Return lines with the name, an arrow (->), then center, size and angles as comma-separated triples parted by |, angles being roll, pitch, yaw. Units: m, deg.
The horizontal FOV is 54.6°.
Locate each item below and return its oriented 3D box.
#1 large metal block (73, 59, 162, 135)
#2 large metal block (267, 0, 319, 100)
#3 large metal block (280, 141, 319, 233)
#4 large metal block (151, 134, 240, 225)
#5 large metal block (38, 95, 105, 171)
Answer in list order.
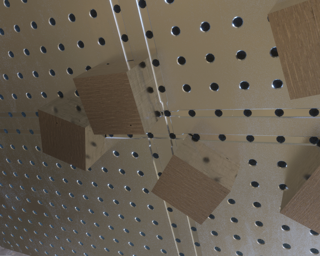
large metal block -> -0.052, -0.039, 0.400 | 0.080, 0.050, 0.080 | -1, 118, 29
large metal block -> 0.148, -0.078, 0.269 | 0.080, 0.050, 0.080 | -11, 113, 32
large metal block -> 0.191, 0.072, 0.339 | 0.080, 0.050, 0.079 | 27, 128, 11
large metal block -> 0.046, 0.069, 0.414 | 0.080, 0.050, 0.080 | 32, 129, 7
large metal block -> -0.131, 0.007, 0.470 | 0.080, 0.050, 0.079 | 20, 126, 16
